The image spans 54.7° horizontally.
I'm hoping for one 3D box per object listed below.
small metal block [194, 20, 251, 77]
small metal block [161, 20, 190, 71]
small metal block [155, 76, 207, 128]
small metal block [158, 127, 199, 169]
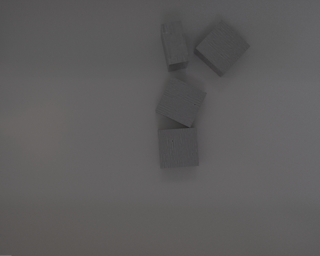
[{"bbox_3d":[0.081,-0.104,0.412,0.050,0.025,0.050,43,90,0],"label":"small metal block"},{"bbox_3d":[0.018,-0.103,0.399,0.025,0.050,0.050,-12,90,0],"label":"small metal block"},{"bbox_3d":[0.027,-0.034,0.411,0.050,0.025,0.050,26,90,0],"label":"small metal block"},{"bbox_3d":[0.024,0.026,0.411,0.050,0.025,0.050,-4,90,0],"label":"small metal block"}]
